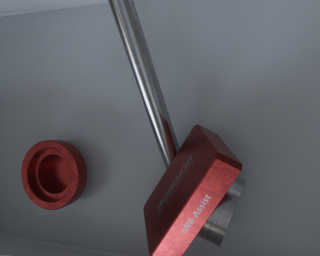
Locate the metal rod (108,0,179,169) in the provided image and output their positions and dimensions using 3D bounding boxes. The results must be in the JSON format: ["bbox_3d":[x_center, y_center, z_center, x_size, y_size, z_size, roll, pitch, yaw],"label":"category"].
[{"bbox_3d":[-0.019,-0.067,0.349,0.025,0.025,0.298,-10,113,19],"label":"metal rod"}]

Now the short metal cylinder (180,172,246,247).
[{"bbox_3d":[0.061,0.088,0.359,0.050,0.080,0.080,22,97,18],"label":"short metal cylinder"}]

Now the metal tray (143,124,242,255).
[{"bbox_3d":[0.029,0.069,0.342,0.030,0.090,0.129,27,104,-16],"label":"metal tray"}]

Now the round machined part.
[{"bbox_3d":[-0.148,0.066,0.452,0.098,0.042,0.097,0,90,19],"label":"round machined part"}]
